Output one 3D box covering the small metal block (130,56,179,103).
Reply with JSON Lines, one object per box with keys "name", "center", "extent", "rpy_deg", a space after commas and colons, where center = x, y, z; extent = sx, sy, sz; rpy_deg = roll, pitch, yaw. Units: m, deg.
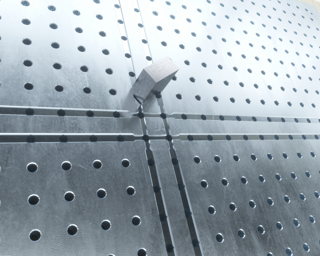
{"name": "small metal block", "center": [-0.008, -0.067, 0.430], "extent": [0.025, 0.050, 0.050], "rpy_deg": [49, 51, 5]}
